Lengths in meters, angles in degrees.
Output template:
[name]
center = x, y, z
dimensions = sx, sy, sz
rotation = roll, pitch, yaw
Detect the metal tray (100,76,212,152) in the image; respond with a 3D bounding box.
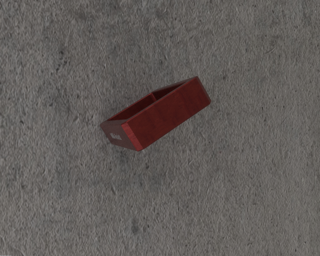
[metal tray]
center = -0.012, -0.015, 0.348
dimensions = 0.090, 0.130, 0.030
rotation = -34, 101, -17
